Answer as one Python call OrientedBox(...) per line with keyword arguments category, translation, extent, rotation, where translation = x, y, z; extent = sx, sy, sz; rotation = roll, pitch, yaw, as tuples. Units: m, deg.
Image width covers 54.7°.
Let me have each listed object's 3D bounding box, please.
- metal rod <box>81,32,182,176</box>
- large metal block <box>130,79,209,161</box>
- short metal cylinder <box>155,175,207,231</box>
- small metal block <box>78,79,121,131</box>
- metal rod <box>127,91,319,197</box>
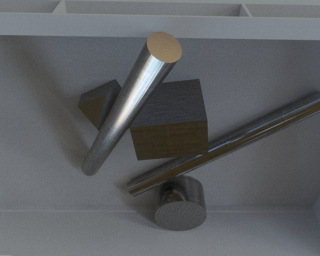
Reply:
OrientedBox(category="metal rod", translation=(-0.051, 0.003, 0.333), extent=(0.025, 0.025, 0.299), rotation=(18, 152, -15))
OrientedBox(category="large metal block", translation=(0.011, -0.011, 0.364), extent=(0.080, 0.080, 0.050), rotation=(-6, 130, 4))
OrientedBox(category="short metal cylinder", translation=(0.032, 0.121, 0.496), extent=(0.081, 0.050, 0.079), rotation=(0, 130, 0))
OrientedBox(category="small metal block", translation=(-0.065, -0.026, 0.386), extent=(0.050, 0.025, 0.050), rotation=(-22, 127, 17))
OrientedBox(category="metal rod", translation=(0.079, 0.031, 0.436), extent=(0.300, 0.025, 0.025), rotation=(-28, 125, 21))
